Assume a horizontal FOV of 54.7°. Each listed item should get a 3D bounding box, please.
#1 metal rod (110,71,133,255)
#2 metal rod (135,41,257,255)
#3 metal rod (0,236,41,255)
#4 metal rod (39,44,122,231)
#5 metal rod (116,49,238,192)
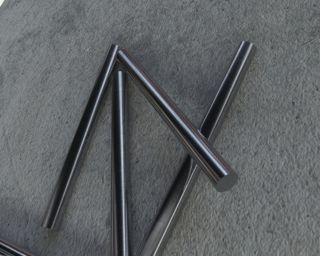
[{"bbox_3d":[-0.051,0.044,0.403,0.025,0.025,0.299,-18,55,18],"label":"metal rod"},{"bbox_3d":[0.048,0.021,0.365,0.025,0.025,0.300,16,70,34],"label":"metal rod"},{"bbox_3d":[-0.189,0.165,0.401,0.300,0.025,0.025,7,66,31],"label":"metal rod"},{"bbox_3d":[-0.109,-0.002,0.462,0.025,0.025,0.300,0,62,28],"label":"metal rod"},{"bbox_3d":[0.002,-0.033,0.401,0.025,0.025,0.300,-38,44,2],"label":"metal rod"}]
